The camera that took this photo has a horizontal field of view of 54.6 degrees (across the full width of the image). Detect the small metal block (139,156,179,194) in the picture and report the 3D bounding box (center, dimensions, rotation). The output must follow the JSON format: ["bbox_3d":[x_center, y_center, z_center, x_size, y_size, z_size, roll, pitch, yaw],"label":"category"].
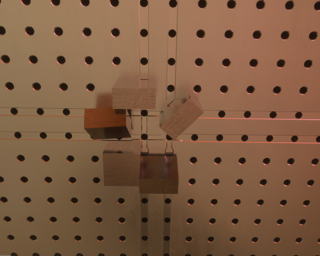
[{"bbox_3d":[-0.002,0.063,0.421,0.050,0.050,0.025,1,121,-1],"label":"small metal block"}]

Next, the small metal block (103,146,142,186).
[{"bbox_3d":[-0.052,0.053,0.432,0.050,0.025,0.050,1,110,-1],"label":"small metal block"}]

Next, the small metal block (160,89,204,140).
[{"bbox_3d":[0.026,-0.018,0.393,0.025,0.050,0.050,42,105,-14],"label":"small metal block"}]

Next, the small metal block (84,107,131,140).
[{"bbox_3d":[-0.065,-0.005,0.395,0.050,0.050,0.025,-3,72,1],"label":"small metal block"}]

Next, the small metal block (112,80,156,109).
[{"bbox_3d":[-0.030,-0.042,0.384,0.050,0.050,0.025,1,110,0],"label":"small metal block"}]
